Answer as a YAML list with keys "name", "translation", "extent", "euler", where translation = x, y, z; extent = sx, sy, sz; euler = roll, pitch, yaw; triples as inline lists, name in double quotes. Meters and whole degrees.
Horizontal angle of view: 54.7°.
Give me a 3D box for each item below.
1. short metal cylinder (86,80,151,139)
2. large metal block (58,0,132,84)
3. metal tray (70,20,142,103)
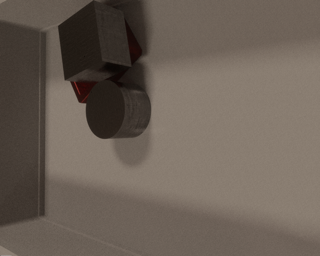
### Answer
- name: "short metal cylinder"
  translation: [-0.059, -0.025, 0.437]
  extent: [0.080, 0.050, 0.079]
  euler: [0, 90, 39]
- name: "large metal block"
  translation: [-0.090, -0.112, 0.423]
  extent: [0.080, 0.050, 0.080]
  euler: [-15, 81, 38]
- name: "metal tray"
  translation: [-0.094, -0.109, 0.477]
  extent: [0.129, 0.030, 0.090]
  euler: [-40, 66, 32]
